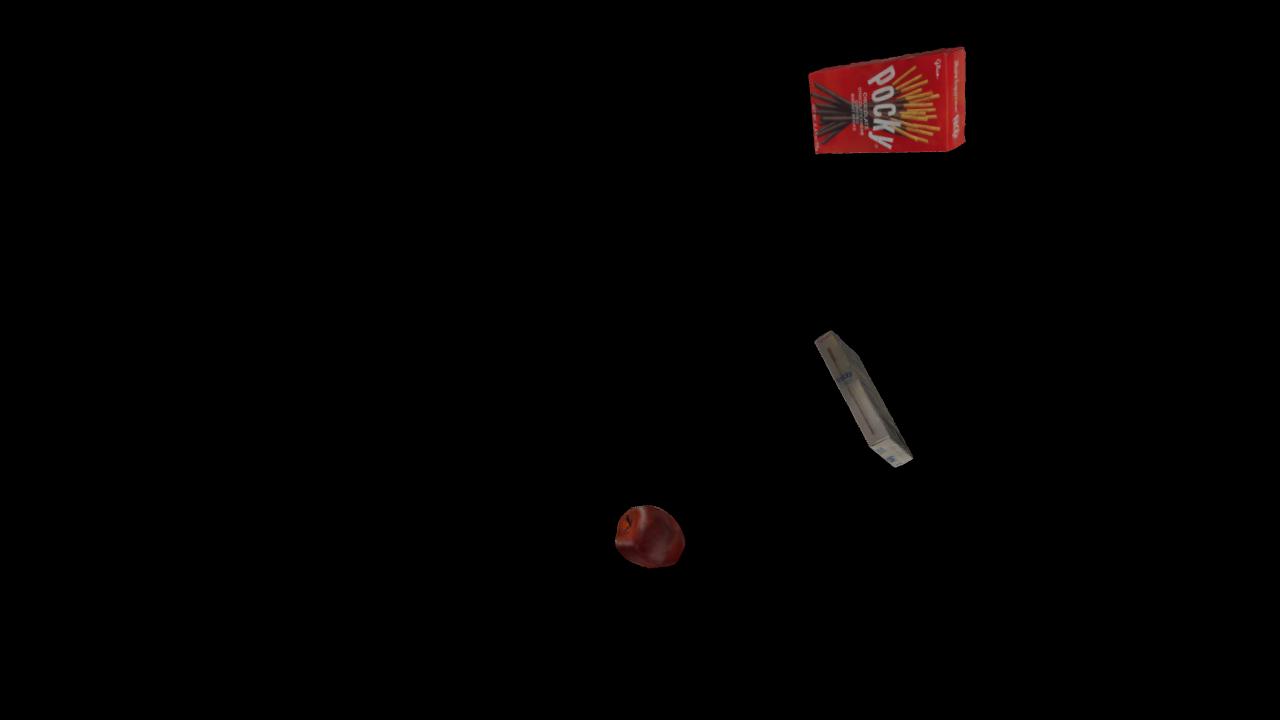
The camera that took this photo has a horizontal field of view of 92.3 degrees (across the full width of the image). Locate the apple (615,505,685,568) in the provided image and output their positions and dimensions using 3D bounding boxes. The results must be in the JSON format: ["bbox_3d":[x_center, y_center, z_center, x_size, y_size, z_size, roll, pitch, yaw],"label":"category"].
[{"bbox_3d":[0.014,0.222,0.775,0.093,0.079,0.079,39,-19,-25],"label":"apple"}]

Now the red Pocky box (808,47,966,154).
[{"bbox_3d":[0.228,-0.241,0.584,0.028,0.083,0.155,-25,27,-25],"label":"red Pocky box"}]

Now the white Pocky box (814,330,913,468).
[{"bbox_3d":[0.257,0.043,0.709,0.028,0.154,0.084,-35,-43,24],"label":"white Pocky box"}]
